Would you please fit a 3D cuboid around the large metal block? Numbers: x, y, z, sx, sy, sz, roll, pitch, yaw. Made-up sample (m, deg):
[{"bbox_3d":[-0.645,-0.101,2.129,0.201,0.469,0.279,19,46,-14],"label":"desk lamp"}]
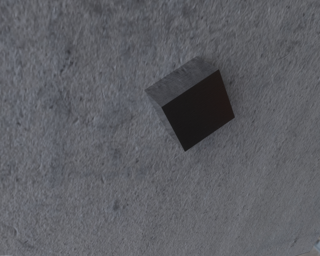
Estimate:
[{"bbox_3d":[0.039,-0.030,0.395,0.080,0.050,0.080,-34,129,-6],"label":"large metal block"}]
